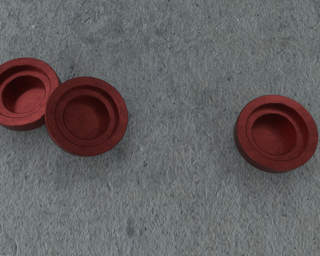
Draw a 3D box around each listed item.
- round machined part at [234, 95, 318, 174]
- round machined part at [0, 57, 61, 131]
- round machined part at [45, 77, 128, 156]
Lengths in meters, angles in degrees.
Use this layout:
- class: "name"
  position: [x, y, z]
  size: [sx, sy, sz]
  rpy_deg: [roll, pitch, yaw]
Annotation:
- class: "round machined part"
  position: [0.143, 0.010, 0.396]
  size: [0.099, 0.042, 0.098]
  rpy_deg: [0, 70, 0]
- class: "round machined part"
  position: [-0.178, -0.041, 0.413]
  size: [0.099, 0.042, 0.098]
  rpy_deg: [0, 70, 0]
- class: "round machined part"
  position: [-0.093, -0.012, 0.391]
  size: [0.099, 0.042, 0.098]
  rpy_deg: [4, 80, -21]
